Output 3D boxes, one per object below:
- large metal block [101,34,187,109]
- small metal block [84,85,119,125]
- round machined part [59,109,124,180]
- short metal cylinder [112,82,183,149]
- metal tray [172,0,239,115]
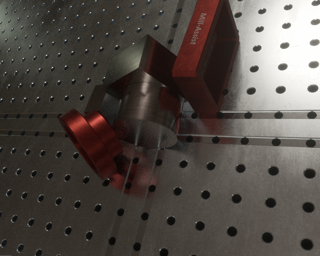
[{"bbox_3d":[-0.016,-0.063,0.402,0.080,0.080,0.050,-19,51,46],"label":"large metal block"},{"bbox_3d":[-0.077,-0.028,0.444,0.025,0.050,0.050,-5,52,26],"label":"small metal block"},{"bbox_3d":[-0.083,0.016,0.397,0.042,0.098,0.098,-36,49,-19],"label":"round machined part"},{"bbox_3d":[-0.014,-0.013,0.387,0.080,0.080,0.050,-3,61,26],"label":"short metal cylinder"},{"bbox_3d":[0.063,-0.093,0.389,0.030,0.090,0.130,6,65,30],"label":"metal tray"}]
